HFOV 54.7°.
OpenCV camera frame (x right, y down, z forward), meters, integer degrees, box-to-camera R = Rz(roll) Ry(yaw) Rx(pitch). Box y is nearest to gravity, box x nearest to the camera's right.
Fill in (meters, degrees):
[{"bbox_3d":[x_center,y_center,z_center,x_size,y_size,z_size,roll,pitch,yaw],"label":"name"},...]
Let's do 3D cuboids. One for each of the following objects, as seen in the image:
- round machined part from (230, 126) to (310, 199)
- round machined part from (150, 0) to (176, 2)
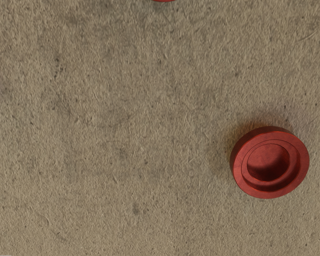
[{"bbox_3d":[0.143,0.042,0.417,0.099,0.042,0.097,0,110,0],"label":"round machined part"},{"bbox_3d":[0.004,-0.188,0.331,0.099,0.042,0.097,0,110,0],"label":"round machined part"}]
